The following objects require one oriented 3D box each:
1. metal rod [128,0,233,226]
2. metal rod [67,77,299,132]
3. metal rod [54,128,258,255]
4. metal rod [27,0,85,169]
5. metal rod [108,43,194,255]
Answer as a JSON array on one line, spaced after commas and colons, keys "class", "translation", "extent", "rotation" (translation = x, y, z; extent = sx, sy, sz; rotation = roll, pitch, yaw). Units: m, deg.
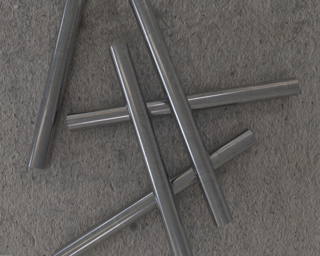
[{"class": "metal rod", "translation": [0.025, -0.024, 0.383], "extent": [0.025, 0.025, 0.299], "rotation": [-21, 90, 0]}, {"class": "metal rod", "translation": [0.030, -0.031, 0.409], "extent": [0.302, 0.025, 0.025], "rotation": [-9, 90, 0]}, {"class": "metal rod", "translation": [-0.005, 0.091, 0.409], "extent": [0.301, 0.025, 0.025], "rotation": [-33, 90, 0]}, {"class": "metal rod", "translation": [-0.129, -0.094, 0.408], "extent": [0.025, 0.025, 0.298], "rotation": [13, 90, 0]}, {"class": "metal rod", "translation": [-0.007, 0.042, 0.383], "extent": [0.025, 0.025, 0.298], "rotation": [-17, 90, 0]}]
